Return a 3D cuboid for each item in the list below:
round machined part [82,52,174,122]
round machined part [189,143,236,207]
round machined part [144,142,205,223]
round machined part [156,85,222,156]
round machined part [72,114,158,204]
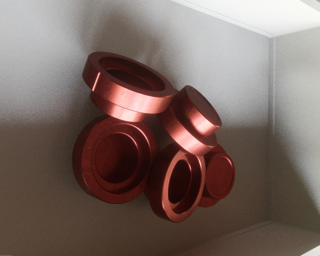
[{"bbox_3d":[-0.037,-0.042,0.340,0.099,0.098,0.042,3,124,-40],"label":"round machined part"},{"bbox_3d":[0.074,0.068,0.458,0.099,0.042,0.097,0,90,-40],"label":"round machined part"},{"bbox_3d":[0.016,0.066,0.393,0.099,0.042,0.097,-13,107,-52],"label":"round machined part"},{"bbox_3d":[0.041,-0.016,0.394,0.098,0.042,0.098,39,25,-22],"label":"round machined part"},{"bbox_3d":[-0.053,0.033,0.349,0.099,0.042,0.097,0,90,-40],"label":"round machined part"}]
